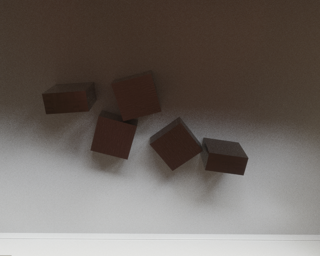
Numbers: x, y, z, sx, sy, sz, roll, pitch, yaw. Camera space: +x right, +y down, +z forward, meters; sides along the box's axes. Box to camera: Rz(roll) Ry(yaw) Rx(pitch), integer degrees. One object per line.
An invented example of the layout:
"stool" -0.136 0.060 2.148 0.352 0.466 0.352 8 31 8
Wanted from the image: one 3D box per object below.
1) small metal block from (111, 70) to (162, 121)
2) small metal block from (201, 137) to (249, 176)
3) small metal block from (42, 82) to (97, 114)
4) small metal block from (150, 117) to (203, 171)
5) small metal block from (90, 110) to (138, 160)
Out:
"small metal block" -0.029 -0.041 0.396 0.050 0.025 0.050 -14 110 4
"small metal block" 0.084 0.037 0.413 0.050 0.050 0.025 8 110 -4
"small metal block" -0.110 -0.038 0.382 0.050 0.050 0.025 -4 110 1
"small metal block" 0.022 0.022 0.420 0.050 0.025 0.050 -36 107 12
"small metal block" -0.061 0.009 0.414 0.050 0.025 0.050 15 109 -6
